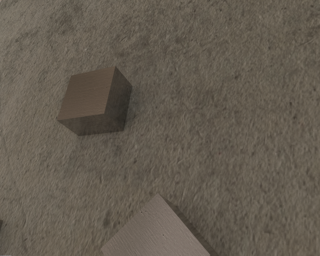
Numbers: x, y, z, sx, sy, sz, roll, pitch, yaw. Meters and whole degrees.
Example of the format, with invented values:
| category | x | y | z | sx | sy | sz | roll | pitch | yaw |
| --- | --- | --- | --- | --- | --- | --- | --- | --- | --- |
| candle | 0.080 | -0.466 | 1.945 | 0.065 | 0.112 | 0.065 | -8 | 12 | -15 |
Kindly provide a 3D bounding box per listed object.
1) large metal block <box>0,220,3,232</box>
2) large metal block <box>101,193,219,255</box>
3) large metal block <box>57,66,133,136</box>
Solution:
| category | x | y | z | sx | sy | sz | roll | pitch | yaw |
| --- | --- | --- | --- | --- | --- | --- | --- | --- | --- |
| large metal block | -0.278 | 0.167 | 0.429 | 0.080 | 0.050 | 0.080 | -13 | 57 | 21 |
| large metal block | 0.002 | 0.127 | 0.308 | 0.080 | 0.050 | 0.080 | -44 | 51 | -3 |
| large metal block | -0.094 | -0.038 | 0.459 | 0.080 | 0.050 | 0.080 | -6 | 59 | 24 |
